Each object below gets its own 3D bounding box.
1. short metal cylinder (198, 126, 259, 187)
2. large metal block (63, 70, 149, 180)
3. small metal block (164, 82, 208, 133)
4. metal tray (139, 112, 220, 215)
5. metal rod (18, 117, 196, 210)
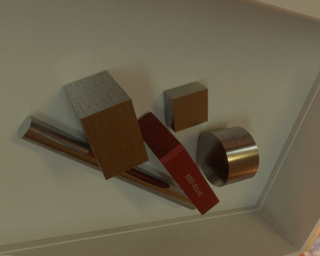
[{"bbox_3d":[0.097,0.041,0.452,0.050,0.080,0.079,-11,123,-22],"label":"short metal cylinder"},{"bbox_3d":[-0.059,-0.005,0.337,0.050,0.080,0.080,-24,128,-14],"label":"large metal block"},{"bbox_3d":[0.035,-0.028,0.409,0.050,0.025,0.050,-19,126,-18],"label":"small metal block"},{"bbox_3d":[0.022,0.048,0.407,0.030,0.090,0.130,-38,130,-4],"label":"metal tray"},{"bbox_3d":[-0.044,0.062,0.422,0.301,0.025,0.025,32,100,-39],"label":"metal rod"}]
